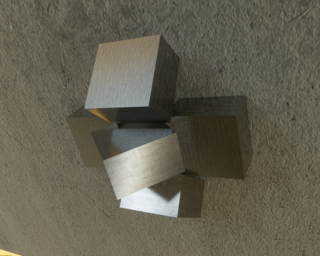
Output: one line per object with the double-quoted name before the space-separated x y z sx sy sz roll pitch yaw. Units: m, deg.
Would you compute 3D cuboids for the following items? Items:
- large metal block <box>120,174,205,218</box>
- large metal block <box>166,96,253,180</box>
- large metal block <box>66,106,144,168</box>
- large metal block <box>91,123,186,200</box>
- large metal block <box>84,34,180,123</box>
"large metal block" 0.006 0.088 0.415 0.080 0.080 0.050 2 76 28
"large metal block" 0.059 0.010 0.363 0.080 0.050 0.080 0 119 28
"large metal block" -0.072 0.009 0.434 0.080 0.050 0.080 0 118 28
"large metal block" -0.028 0.027 0.360 0.080 0.081 0.050 -137 29 -61
"large metal block" -0.029 -0.051 0.348 0.080 0.080 0.050 0 162 28
